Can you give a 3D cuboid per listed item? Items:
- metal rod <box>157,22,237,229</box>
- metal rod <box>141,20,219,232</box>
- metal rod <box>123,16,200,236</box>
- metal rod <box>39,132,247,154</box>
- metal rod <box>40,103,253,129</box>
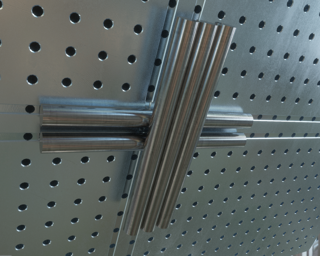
[{"bbox_3d":[0.039,0.014,0.411,0.025,0.025,0.298,1,118,-29],"label":"metal rod"},{"bbox_3d":[0.017,0.016,0.400,0.025,0.025,0.298,1,118,-29],"label":"metal rod"},{"bbox_3d":[-0.006,0.016,0.387,0.025,0.025,0.298,1,118,-29],"label":"metal rod"},{"bbox_3d":[-0.002,0.018,0.423,0.303,0.025,0.025,1,118,-29],"label":"metal rod"},{"bbox_3d":[0.004,-0.013,0.407,0.303,0.025,0.025,1,118,-29],"label":"metal rod"}]
